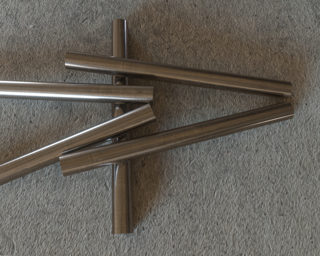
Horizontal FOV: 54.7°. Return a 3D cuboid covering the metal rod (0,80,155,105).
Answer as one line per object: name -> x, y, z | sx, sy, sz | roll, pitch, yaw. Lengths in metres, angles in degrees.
metal rod -> -0.157, -0.049, 0.410 | 0.302, 0.025, 0.025 | 3, 70, 6

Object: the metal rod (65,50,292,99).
metal rod -> 0.028, -0.071, 0.418 | 0.302, 0.025, 0.025 | 7, 70, -5

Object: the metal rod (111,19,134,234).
metal rod -> -0.052, -0.016, 0.414 | 0.025, 0.025, 0.299 | -3, 70, -2

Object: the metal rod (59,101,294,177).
metal rod -> 0.031, 0.010, 0.389 | 0.302, 0.025, 0.025 | -13, 71, -12

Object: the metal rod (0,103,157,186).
metal rod -> -0.148, 0.038, 0.379 | 0.302, 0.025, 0.025 | -22, 72, -3
